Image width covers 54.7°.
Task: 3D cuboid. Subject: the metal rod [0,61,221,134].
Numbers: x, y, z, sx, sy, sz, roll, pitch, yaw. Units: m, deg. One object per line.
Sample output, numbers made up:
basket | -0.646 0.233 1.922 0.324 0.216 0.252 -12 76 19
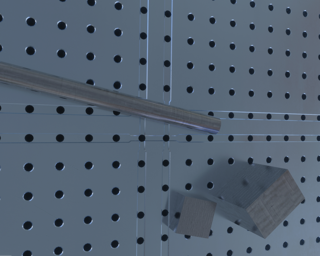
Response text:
metal rod | -0.058 -0.034 0.391 0.302 0.025 0.025 13 86 -20

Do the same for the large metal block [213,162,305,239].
large metal block | 0.136 0.097 0.436 0.080 0.080 0.050 -37 103 -16

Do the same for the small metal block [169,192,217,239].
small metal block | 0.046 0.122 0.431 0.050 0.025 0.050 17 84 -20
